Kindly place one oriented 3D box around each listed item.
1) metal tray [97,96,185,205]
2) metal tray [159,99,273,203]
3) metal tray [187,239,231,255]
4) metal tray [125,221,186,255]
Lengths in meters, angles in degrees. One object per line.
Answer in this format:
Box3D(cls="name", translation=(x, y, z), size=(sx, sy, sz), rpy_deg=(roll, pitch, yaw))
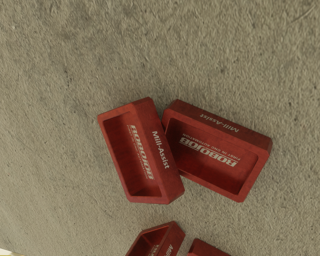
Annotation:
Box3D(cls="metal tray", translation=(-0.027, 0.033, 0.404), size=(0.090, 0.030, 0.129), rpy_deg=(-14, 98, 49))
Box3D(cls="metal tray", translation=(0.060, 0.029, 0.389), size=(0.130, 0.030, 0.089), rpy_deg=(24, 127, 13))
Box3D(cls="metal tray", translation=(0.078, 0.252, 0.517), size=(0.090, 0.030, 0.129), rpy_deg=(24, 127, 13))
Box3D(cls="metal tray", translation=(-0.022, 0.209, 0.480), size=(0.090, 0.131, 0.030), rpy_deg=(-31, 101, 38))
